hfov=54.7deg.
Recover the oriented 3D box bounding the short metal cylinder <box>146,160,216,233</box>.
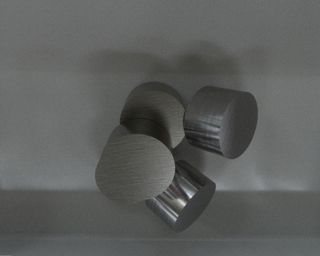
[{"bbox_3d":[0.028,0.089,0.406,0.050,0.081,0.079,36,111,30],"label":"short metal cylinder"}]

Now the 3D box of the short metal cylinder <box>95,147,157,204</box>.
[{"bbox_3d":[-0.042,0.054,0.416,0.081,0.050,0.079,0,110,-1],"label":"short metal cylinder"}]

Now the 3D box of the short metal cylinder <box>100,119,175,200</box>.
[{"bbox_3d":[-0.024,0.035,0.354,0.081,0.050,0.079,0,110,-1],"label":"short metal cylinder"}]

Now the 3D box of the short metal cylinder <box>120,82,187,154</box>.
[{"bbox_3d":[-0.007,-0.014,0.391,0.081,0.050,0.079,0,110,-1],"label":"short metal cylinder"}]

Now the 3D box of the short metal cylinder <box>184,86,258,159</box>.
[{"bbox_3d":[0.074,-0.008,0.372,0.081,0.050,0.079,-18,115,-42],"label":"short metal cylinder"}]
